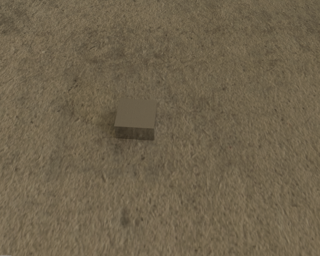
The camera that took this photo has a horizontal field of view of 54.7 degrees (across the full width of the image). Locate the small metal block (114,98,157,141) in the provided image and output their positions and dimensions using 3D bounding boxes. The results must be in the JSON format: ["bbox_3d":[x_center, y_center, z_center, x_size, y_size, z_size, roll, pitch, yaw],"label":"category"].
[{"bbox_3d":[-0.031,-0.012,0.413,0.050,0.025,0.050,3,50,2],"label":"small metal block"}]
